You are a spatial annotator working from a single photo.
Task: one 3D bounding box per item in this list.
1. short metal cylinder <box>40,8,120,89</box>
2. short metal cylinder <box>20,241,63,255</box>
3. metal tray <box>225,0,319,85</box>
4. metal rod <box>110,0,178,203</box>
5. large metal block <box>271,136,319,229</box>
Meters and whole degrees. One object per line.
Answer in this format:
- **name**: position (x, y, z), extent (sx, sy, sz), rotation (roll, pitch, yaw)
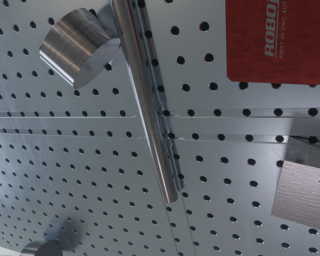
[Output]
- **short metal cylinder**: position (-0.093, -0.093, 0.367), extent (0.050, 0.080, 0.080), rotation (42, 129, -1)
- **short metal cylinder**: position (-0.270, 0.299, 0.703), extent (0.050, 0.080, 0.080), rotation (-10, 114, 32)
- **metal tray**: position (0.109, -0.107, 0.285), extent (0.090, 0.030, 0.129), rotation (6, 122, 24)
- **metal rod**: position (-0.015, -0.026, 0.403), extent (0.025, 0.025, 0.298), rotation (1, 119, 27)
- **large metal block**: position (0.175, 0.063, 0.342), extent (0.080, 0.050, 0.079), rotation (13, 124, 21)
